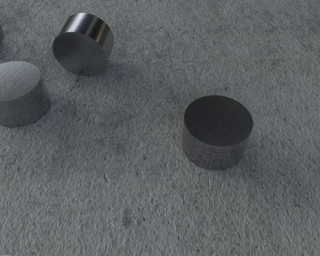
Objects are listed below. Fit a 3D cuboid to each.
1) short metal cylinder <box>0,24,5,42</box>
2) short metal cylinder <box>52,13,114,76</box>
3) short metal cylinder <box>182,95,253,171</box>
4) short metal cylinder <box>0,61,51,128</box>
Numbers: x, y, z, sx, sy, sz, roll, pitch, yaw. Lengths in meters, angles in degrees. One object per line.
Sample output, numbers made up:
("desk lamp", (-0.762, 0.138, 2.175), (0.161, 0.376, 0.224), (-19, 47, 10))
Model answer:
("short metal cylinder", (-0.305, -0.170, 0.509), (0.080, 0.080, 0.050), (34, 58, 25))
("short metal cylinder", (-0.115, -0.126, 0.472), (0.080, 0.080, 0.050), (6, 50, 5))
("short metal cylinder", (0.069, 0.005, 0.383), (0.080, 0.050, 0.080), (0, 50, 0))
("short metal cylinder", (-0.198, -0.047, 0.425), (0.080, 0.050, 0.080), (0, 50, 0))
